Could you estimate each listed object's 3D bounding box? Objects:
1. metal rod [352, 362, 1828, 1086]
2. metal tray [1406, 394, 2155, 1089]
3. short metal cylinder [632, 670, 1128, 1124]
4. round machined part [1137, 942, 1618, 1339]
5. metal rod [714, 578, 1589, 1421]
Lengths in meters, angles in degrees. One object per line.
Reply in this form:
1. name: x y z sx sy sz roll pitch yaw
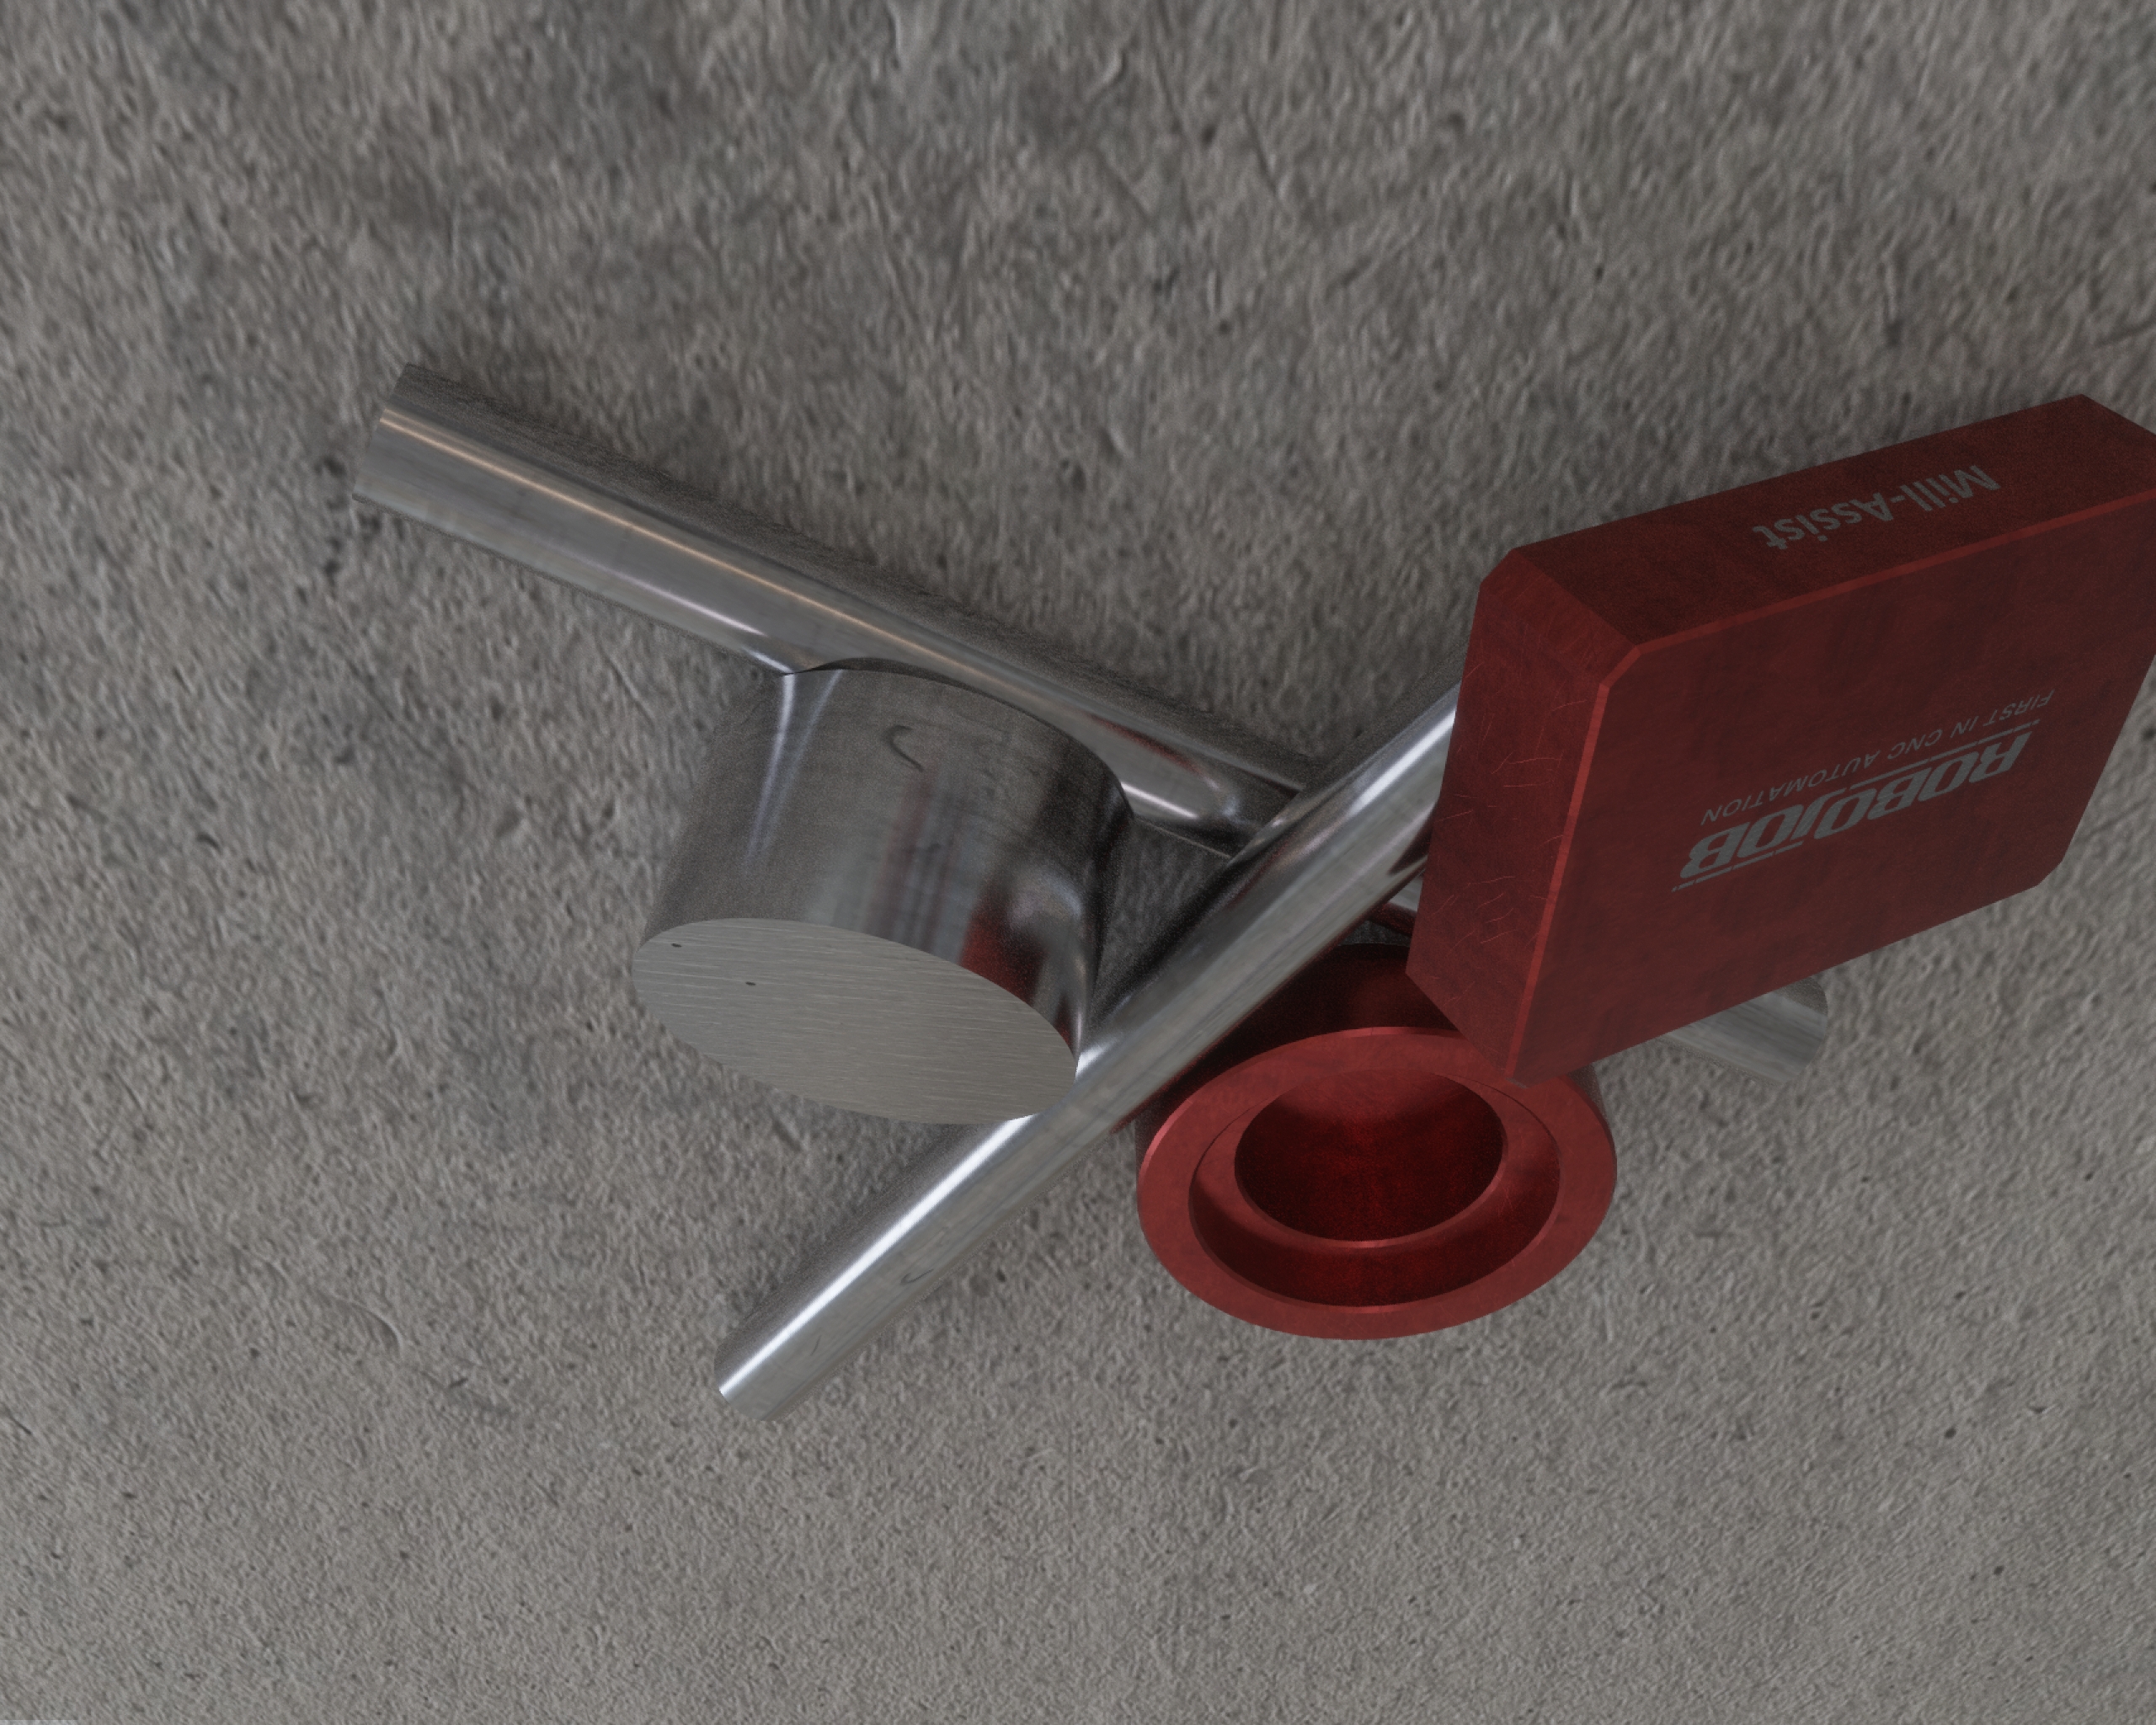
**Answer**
1. metal rod: 0.017 -0.018 0.394 0.302 0.025 0.025 22 127 -18
2. metal tray: 0.123 -0.021 0.352 0.131 0.030 0.089 -17 134 -23
3. short metal cylinder: -0.035 0.008 0.382 0.080 0.050 0.080 10 151 6
4. round machined part: 0.061 0.055 0.445 0.099 0.042 0.097 0 130 0
5. metal rod: 0.003 0.042 0.422 0.025 0.025 0.298 26 132 -21
